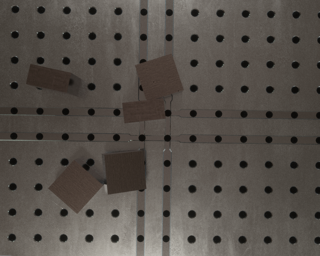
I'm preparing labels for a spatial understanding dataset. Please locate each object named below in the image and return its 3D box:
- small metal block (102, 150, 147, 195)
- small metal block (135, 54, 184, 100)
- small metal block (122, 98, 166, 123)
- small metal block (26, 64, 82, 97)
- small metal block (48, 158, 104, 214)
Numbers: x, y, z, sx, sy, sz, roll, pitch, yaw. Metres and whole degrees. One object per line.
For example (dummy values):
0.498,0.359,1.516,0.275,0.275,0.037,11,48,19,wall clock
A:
-0.047,0.057,0.406,0.050,0.025,0.050,-5,90,-18,small metal block
-0.001,-0.065,0.413,0.050,0.025,0.050,-18,90,-1,small metal block
-0.020,-0.021,0.401,0.050,0.050,0.025,-7,91,0,small metal block
-0.135,-0.060,0.399,0.050,0.050,0.025,12,90,-1,small metal block
-0.109,0.076,0.412,0.050,0.025,0.050,42,90,0,small metal block
